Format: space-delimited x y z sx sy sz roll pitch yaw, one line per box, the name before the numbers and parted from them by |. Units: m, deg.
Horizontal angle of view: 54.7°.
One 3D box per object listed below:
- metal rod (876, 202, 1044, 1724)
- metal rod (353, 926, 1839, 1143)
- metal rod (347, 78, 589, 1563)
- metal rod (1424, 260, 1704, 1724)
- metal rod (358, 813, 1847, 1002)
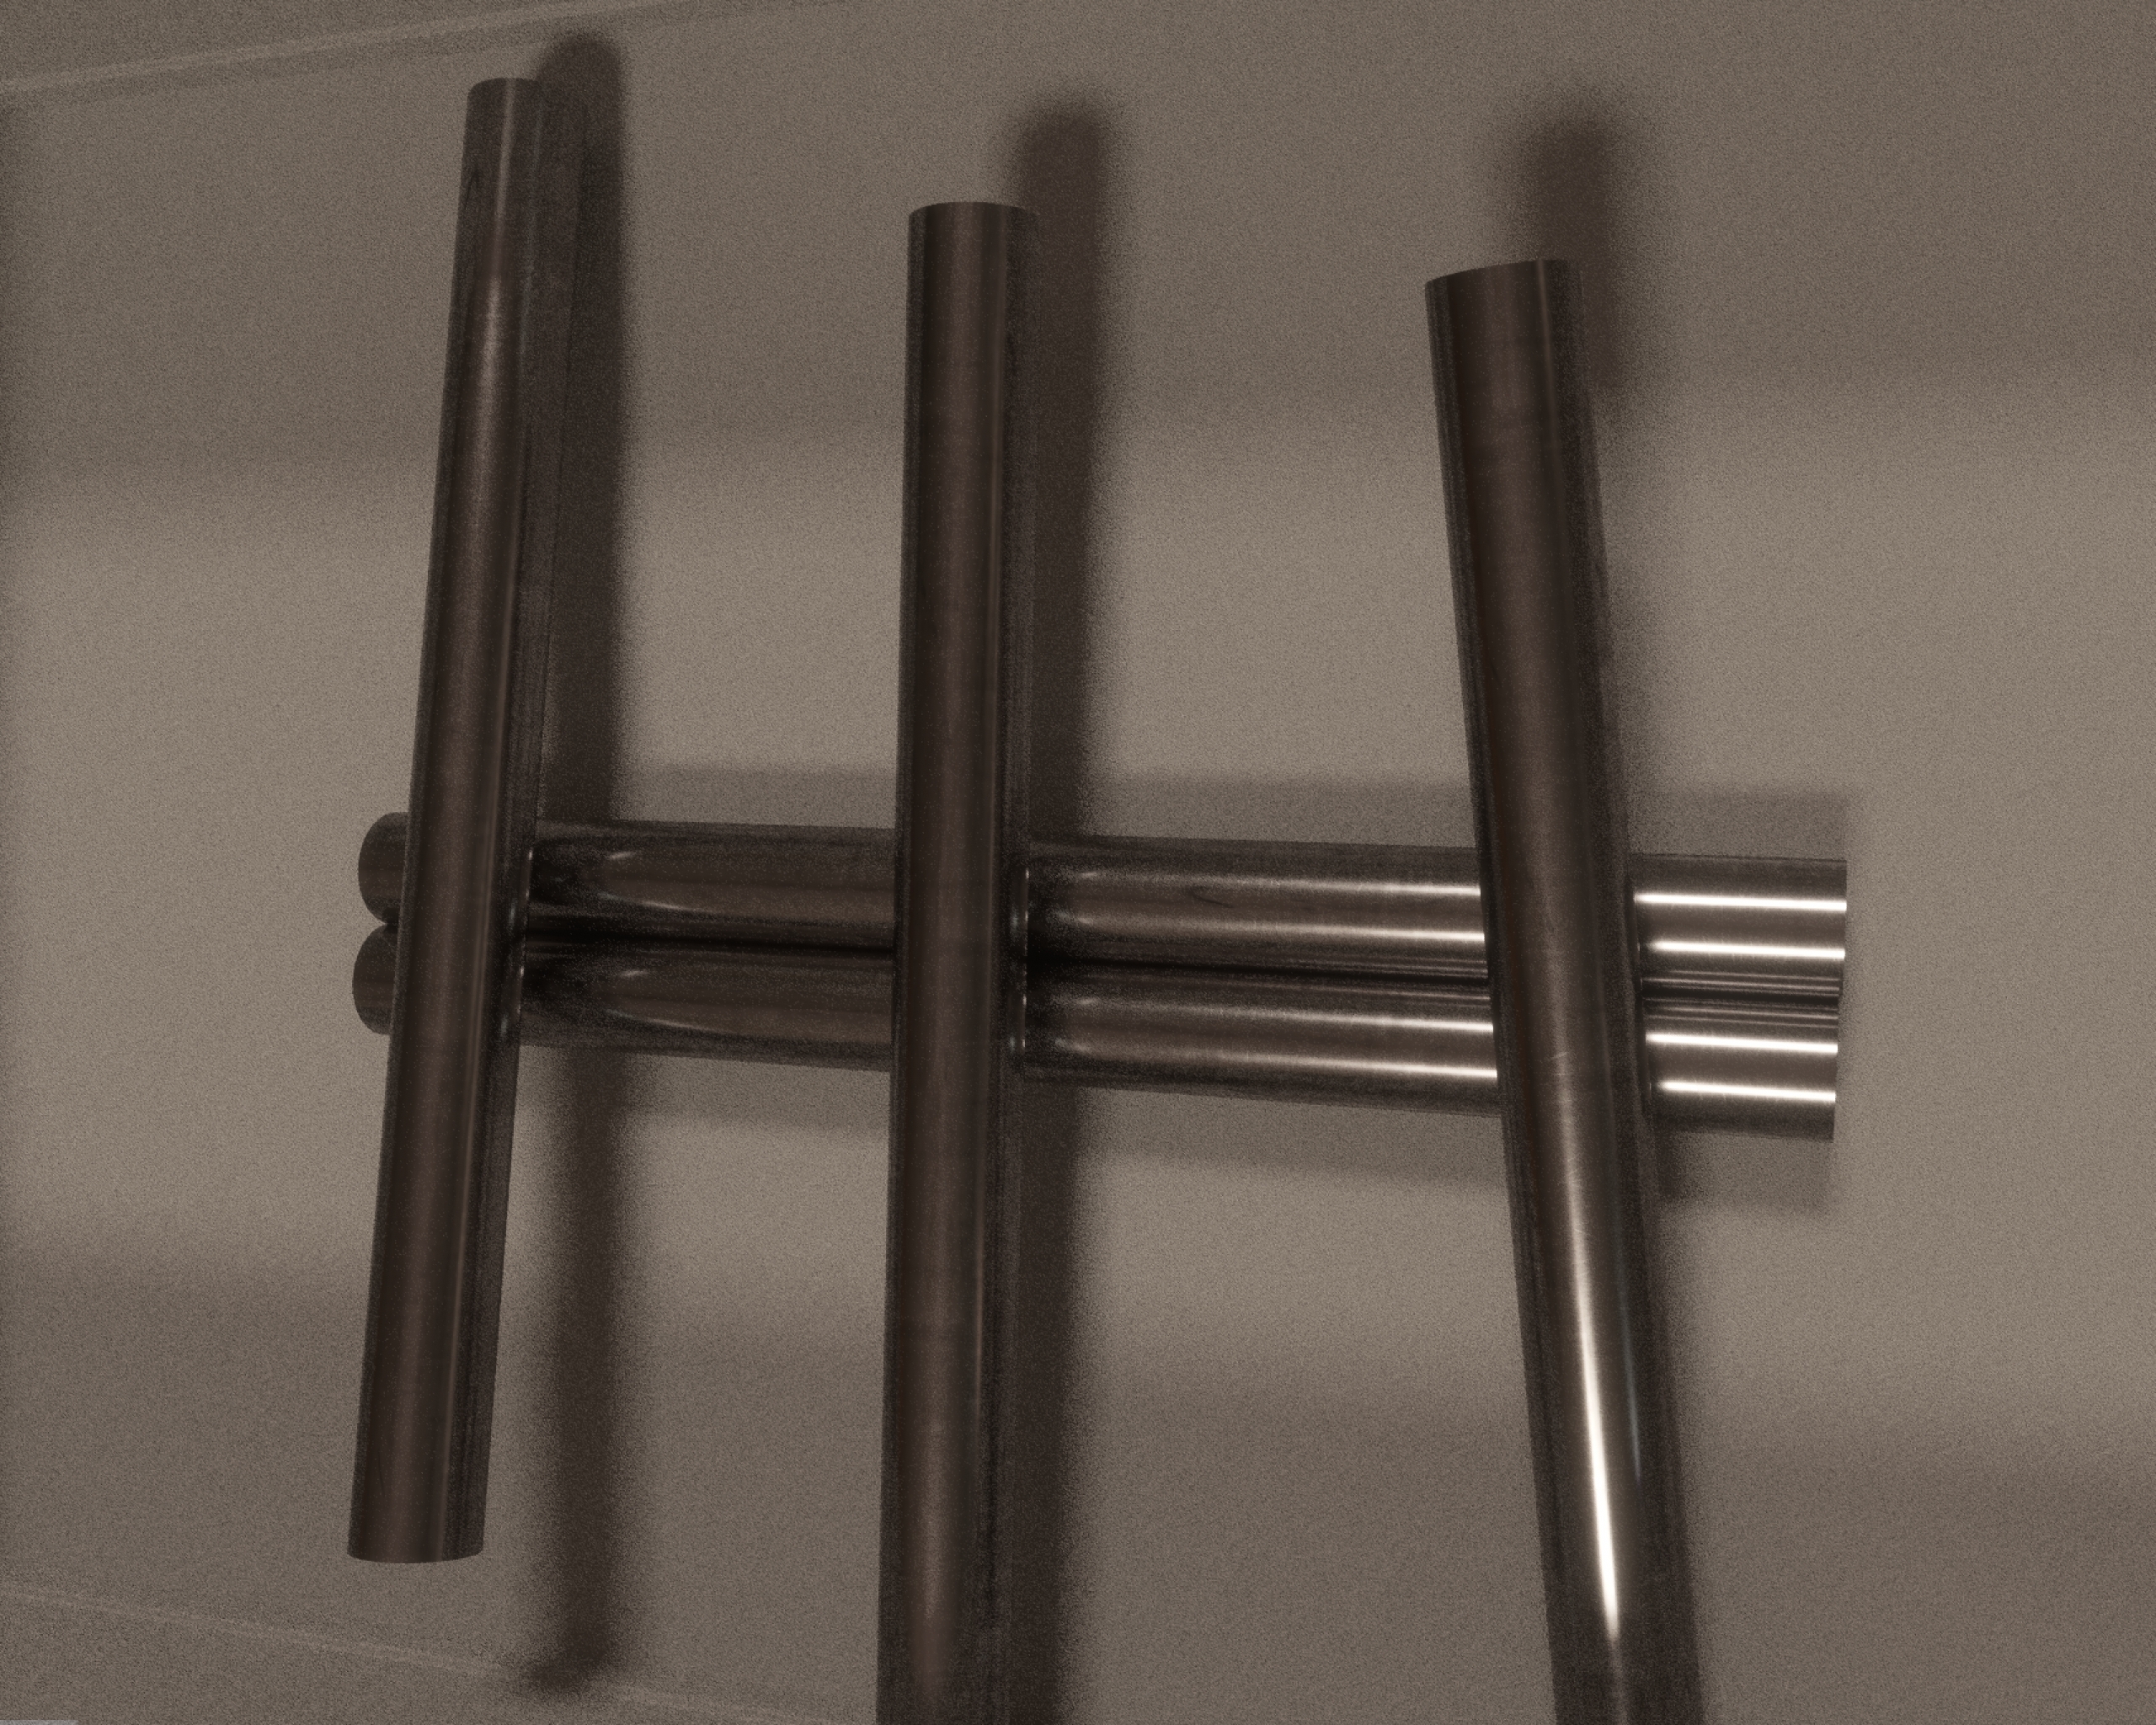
metal rod | -0.022 0.030 0.390 0.025 0.025 0.298 2 91 19
metal rod | -0.010 0.031 0.412 0.301 0.025 0.025 2 91 19
metal rod | -0.123 -0.014 0.426 0.025 0.025 0.298 -1 81 19
metal rod | 0.086 0.052 0.355 0.025 0.025 0.298 -4 97 19
metal rod | -0.009 0.007 0.412 0.301 0.025 0.025 2 91 19
